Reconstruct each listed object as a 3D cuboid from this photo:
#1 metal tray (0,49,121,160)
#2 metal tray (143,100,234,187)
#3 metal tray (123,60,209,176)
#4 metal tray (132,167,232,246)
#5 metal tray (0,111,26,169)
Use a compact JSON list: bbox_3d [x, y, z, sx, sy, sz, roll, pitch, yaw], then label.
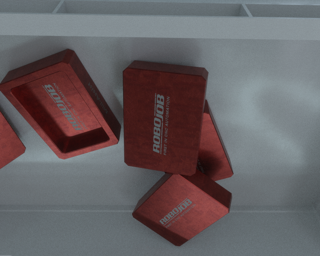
[{"bbox_3d":[-0.117,-0.023,0.384,0.090,0.030,0.130,-17,129,13],"label":"metal tray"},{"bbox_3d":[0.041,0.028,0.431,0.090,0.030,0.130,-18,128,14],"label":"metal tray"},{"bbox_3d":[0.004,-0.009,0.368,0.090,0.030,0.129,8,119,9],"label":"metal tray"},{"bbox_3d":[0.028,0.112,0.446,0.090,0.030,0.129,35,129,-5],"label":"metal tray"},{"bbox_3d":[-0.234,0.003,0.369,0.090,0.030,0.129,-40,135,-27],"label":"metal tray"}]
